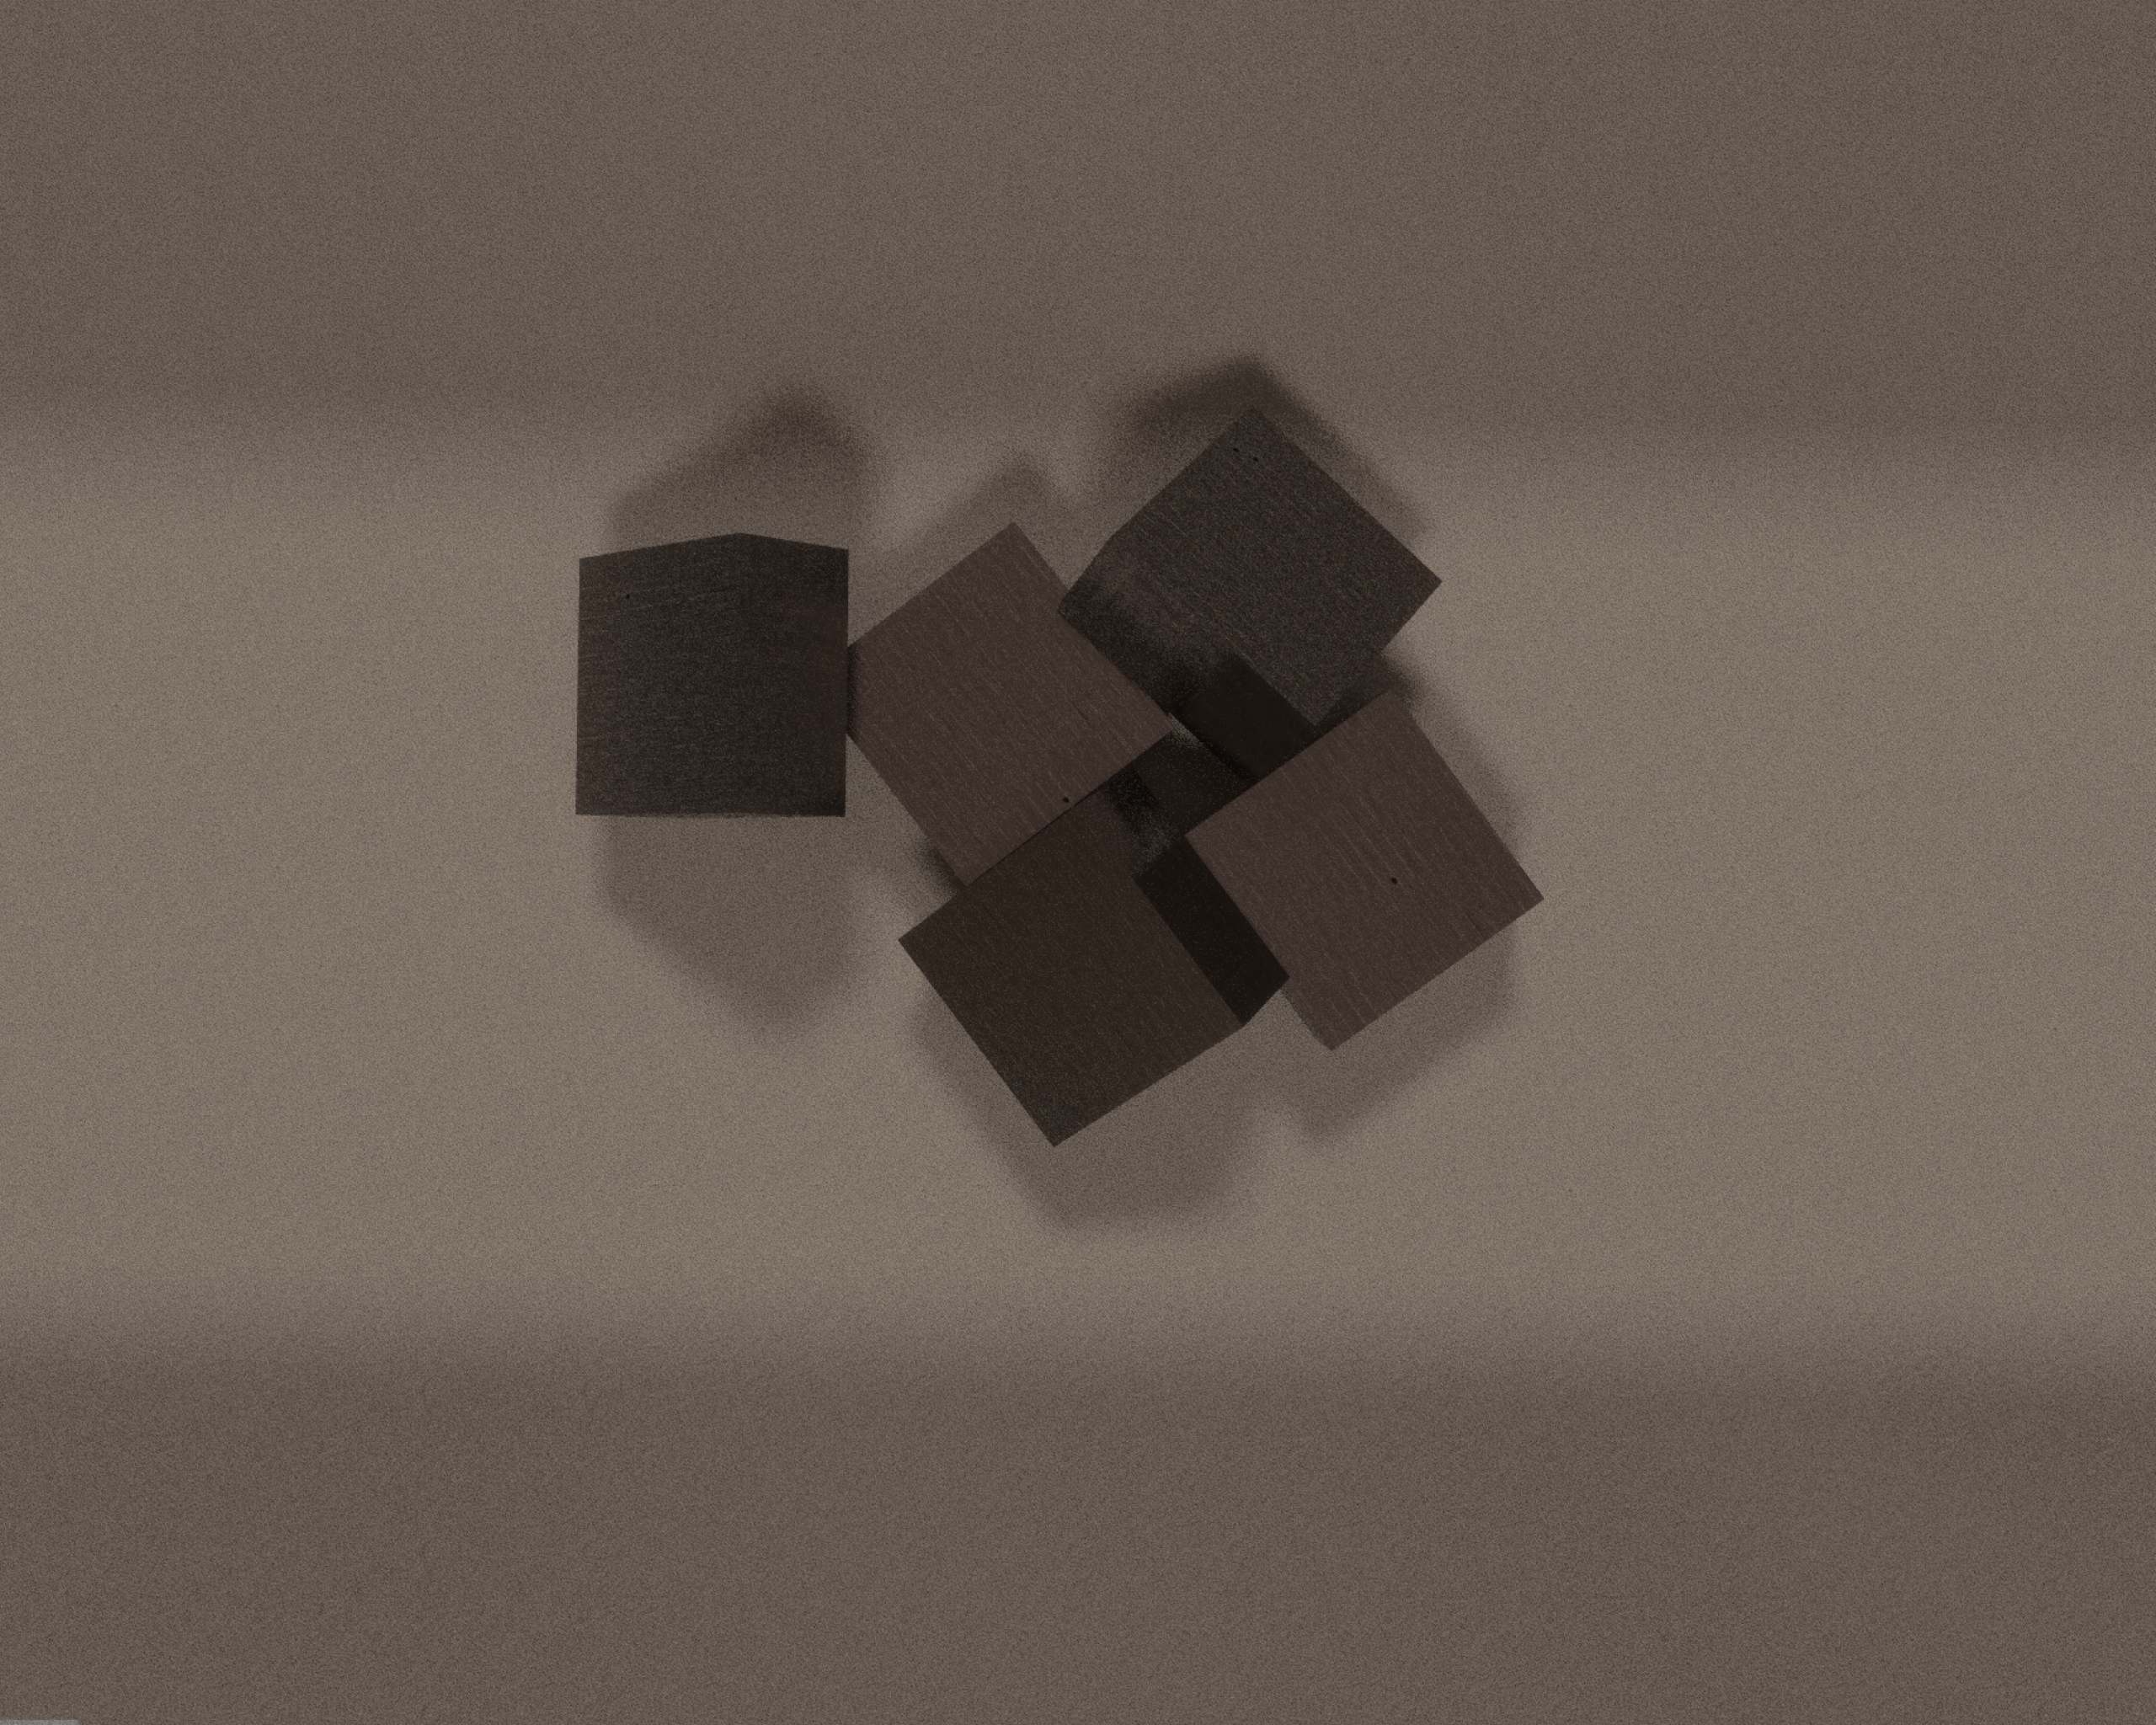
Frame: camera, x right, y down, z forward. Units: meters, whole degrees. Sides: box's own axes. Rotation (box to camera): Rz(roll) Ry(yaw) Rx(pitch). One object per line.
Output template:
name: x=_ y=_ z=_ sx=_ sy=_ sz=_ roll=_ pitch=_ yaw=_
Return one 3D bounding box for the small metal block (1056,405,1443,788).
small metal block: x=0.033 y=-0.051 z=0.399 sx=0.050 sy=0.025 sz=0.050 roll=43 pitch=55 yaw=-1

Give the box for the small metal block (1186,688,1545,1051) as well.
small metal block: x=0.054 y=0.001 z=0.410 sx=0.050 sy=0.025 sz=0.050 roll=-36 pitch=90 yaw=0

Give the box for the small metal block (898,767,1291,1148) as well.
small metal block: x=0.003 y=0.018 z=0.398 sx=0.050 sy=0.025 sz=0.050 roll=-36 pitch=90 yaw=31

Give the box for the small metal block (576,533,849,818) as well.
small metal block: x=-0.070 y=-0.034 z=0.395 sx=0.050 sy=0.025 sz=0.050 roll=0 pitch=90 yaw=43

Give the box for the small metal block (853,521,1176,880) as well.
small metal block: x=-0.017 y=-0.030 z=0.409 sx=0.050 sy=0.025 sz=0.050 roll=-38 pitch=91 yaw=0
